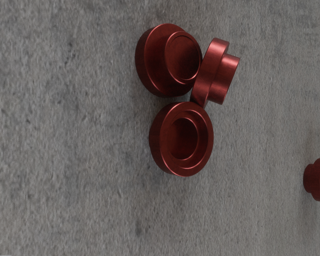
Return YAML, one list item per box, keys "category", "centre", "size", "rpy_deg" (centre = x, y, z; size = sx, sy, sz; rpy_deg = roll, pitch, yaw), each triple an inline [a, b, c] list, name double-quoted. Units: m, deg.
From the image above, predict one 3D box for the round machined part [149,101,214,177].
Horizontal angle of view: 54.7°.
- category: "round machined part"
  centre: [0.024, 0.014, 0.415]
  size: [0.099, 0.042, 0.097]
  rpy_deg: [-1, 92, -40]

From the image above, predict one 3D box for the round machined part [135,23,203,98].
- category: "round machined part"
  centre: [0.019, -0.090, 0.411]
  size: [0.099, 0.042, 0.097]
  rpy_deg: [0, 90, -40]

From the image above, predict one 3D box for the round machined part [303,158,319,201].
- category: "round machined part"
  centre: [0.361, 0.116, 0.701]
  size: [0.099, 0.042, 0.097]
  rpy_deg: [0, 90, -40]

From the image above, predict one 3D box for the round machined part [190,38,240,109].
- category: "round machined part"
  centre: [0.078, -0.070, 0.426]
  size: [0.098, 0.042, 0.098]
  rpy_deg: [20, 92, -81]
